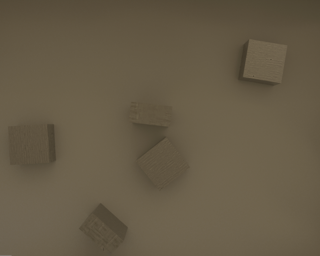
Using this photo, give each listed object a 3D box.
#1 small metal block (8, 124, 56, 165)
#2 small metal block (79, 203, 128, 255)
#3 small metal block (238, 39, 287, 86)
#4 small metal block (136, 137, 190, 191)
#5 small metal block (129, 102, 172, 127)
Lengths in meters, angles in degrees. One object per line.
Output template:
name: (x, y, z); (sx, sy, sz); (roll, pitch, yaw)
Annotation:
small metal block: (-0.168, 0.021, 0.409); (0.050, 0.025, 0.050); (-3, 90, -1)
small metal block: (-0.071, 0.129, 0.398); (0.050, 0.050, 0.025); (42, 90, -1)
small metal block: (0.136, -0.087, 0.413); (0.050, 0.025, 0.050); (9, 90, -1)
small metal block: (0.004, 0.047, 0.412); (0.050, 0.025, 0.050); (-38, 91, 0)
small metal block: (-0.012, -0.017, 0.399); (0.050, 0.050, 0.025); (7, 90, -1)
